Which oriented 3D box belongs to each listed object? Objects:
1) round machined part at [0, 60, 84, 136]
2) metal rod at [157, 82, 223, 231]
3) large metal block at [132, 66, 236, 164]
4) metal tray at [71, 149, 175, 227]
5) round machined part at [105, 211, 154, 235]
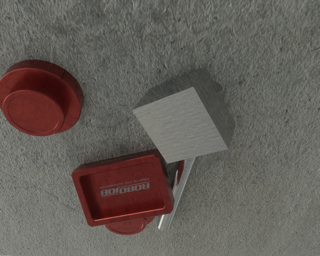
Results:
[{"bbox_3d":[-0.145,-0.028,0.371,0.099,0.042,0.097,0,130,0],"label":"round machined part"},{"bbox_3d":[0.034,0.062,0.460,0.025,0.025,0.298,8,130,-7],"label":"metal rod"},{"bbox_3d":[0.029,-0.013,0.356,0.080,0.050,0.080,-18,115,33],"label":"large metal block"},{"bbox_3d":[-0.052,0.088,0.452,0.130,0.030,0.089,-13,101,10],"label":"metal tray"},{"bbox_3d":[-0.056,0.142,0.517,0.099,0.042,0.097,0,130,0],"label":"round machined part"}]
